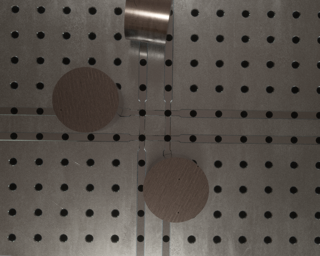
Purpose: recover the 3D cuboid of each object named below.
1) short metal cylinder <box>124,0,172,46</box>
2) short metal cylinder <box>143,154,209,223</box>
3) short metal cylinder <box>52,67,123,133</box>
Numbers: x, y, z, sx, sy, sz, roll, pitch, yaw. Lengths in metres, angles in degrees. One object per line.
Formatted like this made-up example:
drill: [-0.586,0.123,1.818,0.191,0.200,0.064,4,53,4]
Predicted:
short metal cylinder: [-0.012,-0.147,0.386,0.050,0.080,0.080,9,90,0]
short metal cylinder: [0.019,0.075,0.401,0.081,0.050,0.079,0,90,-1]
short metal cylinder: [-0.090,-0.034,0.400,0.081,0.050,0.079,0,90,-1]
